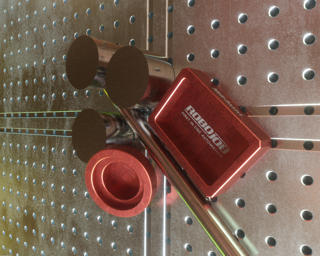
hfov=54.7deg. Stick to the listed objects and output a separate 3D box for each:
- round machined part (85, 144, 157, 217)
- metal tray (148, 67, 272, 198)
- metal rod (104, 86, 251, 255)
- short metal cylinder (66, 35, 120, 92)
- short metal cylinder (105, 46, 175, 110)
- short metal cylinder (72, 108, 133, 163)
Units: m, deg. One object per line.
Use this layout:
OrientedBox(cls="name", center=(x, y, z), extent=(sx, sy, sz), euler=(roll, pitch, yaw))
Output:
OrientedBox(cls="round machined part", center=(-0.049, 0.068, 0.425), extent=(0.098, 0.042, 0.097), euler=(6, 107, 19))
OrientedBox(cls="metal tray", center=(0.051, 0.003, 0.363), extent=(0.130, 0.030, 0.090), euler=(51, 120, 27))
OrientedBox(cls="metal rod", center=(0.008, 0.043, 0.403), extent=(0.300, 0.025, 0.025), euler=(52, 120, 27))
OrientedBox(cls="short metal cylinder", center=(-0.100, -0.097, 0.476), extent=(0.080, 0.050, 0.080), euler=(0, 90, 40))
OrientedBox(cls="short metal cylinder", center=(-0.028, -0.065, 0.415), extent=(0.080, 0.050, 0.080), euler=(0, 90, 40))
OrientedBox(cls="short metal cylinder", center=(-0.087, 0.011, 0.465), extent=(0.080, 0.050, 0.080), euler=(0, 90, 40))
